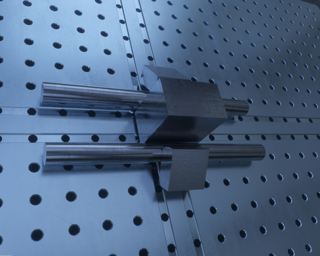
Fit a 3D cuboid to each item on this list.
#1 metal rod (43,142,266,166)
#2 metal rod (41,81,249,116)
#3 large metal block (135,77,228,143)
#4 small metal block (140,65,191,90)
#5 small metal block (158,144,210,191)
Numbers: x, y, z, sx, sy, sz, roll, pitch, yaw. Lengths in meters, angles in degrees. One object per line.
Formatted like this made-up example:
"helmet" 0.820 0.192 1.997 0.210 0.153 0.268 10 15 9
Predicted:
"metal rod" 0.014 0.032 0.392 0.303 0.025 0.025 2 61 -27
"metal rod" -0.001 -0.036 0.424 0.303 0.025 0.025 2 61 -27
"large metal block" 0.024 -0.016 0.390 0.081 0.080 0.050 2 61 -28
"small metal block" 0.007 -0.066 0.433 0.050 0.025 0.050 1 27 -28
"small metal block" 0.029 0.047 0.375 0.050 0.025 0.050 3 98 -27
